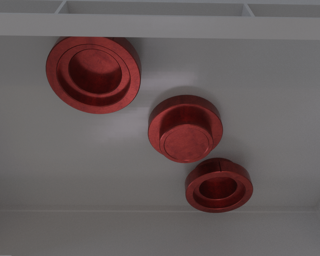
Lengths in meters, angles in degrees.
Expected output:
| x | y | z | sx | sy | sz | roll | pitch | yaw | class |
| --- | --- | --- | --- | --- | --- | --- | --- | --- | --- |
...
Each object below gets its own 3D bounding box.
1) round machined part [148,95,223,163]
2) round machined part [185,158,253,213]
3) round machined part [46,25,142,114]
| x | y | z | sx | sy | sz | roll | pitch | yaw | class |
| --- | --- | --- | --- | --- | --- | --- | --- | --- | --- |
| 0.033 | 0.008 | 0.405 | 0.099 | 0.042 | 0.097 | 0 | 130 | 0 | round machined part |
| 0.087 | 0.083 | 0.469 | 0.099 | 0.042 | 0.097 | 0 | 130 | 0 | round machined part |
| -0.069 | -0.066 | 0.341 | 0.099 | 0.042 | 0.097 | 0 | 130 | 0 | round machined part |
